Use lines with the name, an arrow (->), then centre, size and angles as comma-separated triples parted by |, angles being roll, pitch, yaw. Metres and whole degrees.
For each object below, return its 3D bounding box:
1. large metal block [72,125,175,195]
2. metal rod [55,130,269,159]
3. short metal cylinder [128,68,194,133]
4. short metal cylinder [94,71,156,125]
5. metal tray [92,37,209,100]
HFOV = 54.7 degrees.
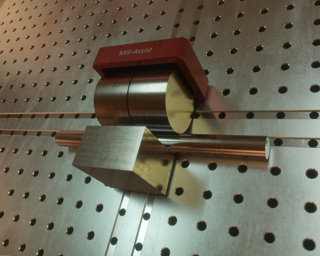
large metal block -> -0.040, 0.038, 0.365 | 0.080, 0.080, 0.050 | 1, 62, 28
metal rod -> -0.018, 0.018, 0.401 | 0.300, 0.025, 0.025 | 1, 62, 28
short metal cylinder -> 0.004, -0.034, 0.388 | 0.050, 0.080, 0.080 | 2, 63, 29
short metal cylinder -> -0.042, -0.034, 0.412 | 0.050, 0.080, 0.080 | 1, 62, 28
metal tray -> -0.012, -0.072, 0.412 | 0.130, 0.090, 0.030 | 1, 63, 29
